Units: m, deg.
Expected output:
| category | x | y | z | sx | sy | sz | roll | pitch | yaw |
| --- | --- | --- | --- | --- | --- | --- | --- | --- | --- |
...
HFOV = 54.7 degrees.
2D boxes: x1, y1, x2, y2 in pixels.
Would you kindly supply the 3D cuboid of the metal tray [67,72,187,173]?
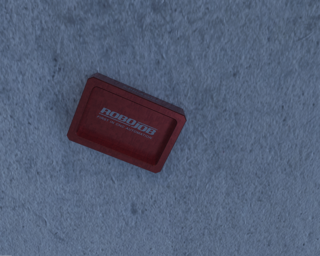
| category | x | y | z | sx | sy | sz | roll | pitch | yaw |
| --- | --- | --- | --- | --- | --- | --- | --- | --- | --- |
| metal tray | -0.043 | -0.005 | 0.404 | 0.131 | 0.030 | 0.089 | 23 | 108 | -9 |
